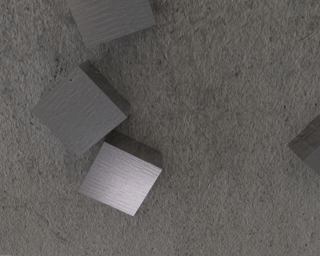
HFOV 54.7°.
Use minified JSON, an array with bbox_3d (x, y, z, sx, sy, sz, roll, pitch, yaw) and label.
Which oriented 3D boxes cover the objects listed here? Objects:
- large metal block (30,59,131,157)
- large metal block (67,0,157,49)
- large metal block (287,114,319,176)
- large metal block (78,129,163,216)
[{"bbox_3d":[-0.095,-0.025,0.386,0.080,0.050,0.080,-39,106,13],"label":"large metal block"},{"bbox_3d":[-0.055,-0.142,0.343,0.080,0.050,0.080,-18,109,6],"label":"large metal block"},{"bbox_3d":[0.234,0.028,0.408,0.080,0.050,0.080,38,106,-13],"label":"large metal block"},{"bbox_3d":[-0.051,0.058,0.417,0.080,0.050,0.080,27,108,-10],"label":"large metal block"}]
